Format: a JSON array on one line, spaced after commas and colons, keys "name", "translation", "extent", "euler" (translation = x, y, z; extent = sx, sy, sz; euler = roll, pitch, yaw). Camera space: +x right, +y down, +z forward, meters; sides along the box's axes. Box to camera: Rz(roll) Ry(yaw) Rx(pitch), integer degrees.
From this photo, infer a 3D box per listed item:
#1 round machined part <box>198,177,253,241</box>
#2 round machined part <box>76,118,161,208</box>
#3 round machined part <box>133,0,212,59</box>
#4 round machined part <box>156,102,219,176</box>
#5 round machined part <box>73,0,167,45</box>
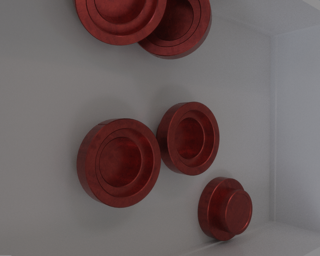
[{"name": "round machined part", "translation": [0.108, 0.128, 0.486], "extent": [0.099, 0.042, 0.097], "euler": [0, 90, -40]}, {"name": "round machined part", "translation": [-0.050, 0.038, 0.354], "extent": [0.099, 0.042, 0.097], "euler": [0, 90, -40]}, {"name": "round machined part", "translation": [0.015, -0.133, 0.384], "extent": [0.042, 0.098, 0.097], "euler": [-2, 92, -76]}, {"name": "round machined part", "translation": [0.034, 0.014, 0.423], "extent": [0.099, 0.042, 0.097], "euler": [0, 90, -40]}, {"name": "round machined part", "translation": [-0.045, -0.144, 0.336], "extent": [0.099, 0.042, 0.097], "euler": [-13, 131, -16]}]
